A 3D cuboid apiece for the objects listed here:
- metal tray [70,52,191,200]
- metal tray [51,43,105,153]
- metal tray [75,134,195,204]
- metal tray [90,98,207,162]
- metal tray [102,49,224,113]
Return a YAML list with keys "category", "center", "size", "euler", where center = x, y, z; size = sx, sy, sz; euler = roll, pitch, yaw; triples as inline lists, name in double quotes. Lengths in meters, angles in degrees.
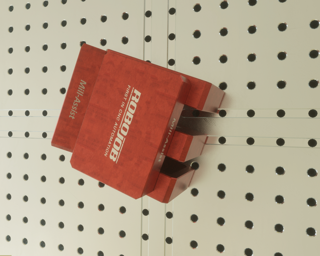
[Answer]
- category: "metal tray"
  center: [-0.033, -0.004, 0.325]
  size: [0.090, 0.030, 0.129]
  euler: [22, 97, 19]
- category: "metal tray"
  center: [-0.097, -0.039, 0.410]
  size: [0.030, 0.090, 0.129]
  euler: [19, 97, -3]
- category: "metal tray"
  center: [-0.030, 0.044, 0.389]
  size: [0.130, 0.090, 0.030]
  euler: [22, 98, 18]
- category: "metal tray"
  center: [-0.015, 0.001, 0.382]
  size: [0.130, 0.090, 0.030]
  euler: [21, 96, 17]
- category: "metal tray"
  center: [0.005, -0.055, 0.375]
  size: [0.130, 0.090, 0.030]
  euler: [22, 98, 19]
